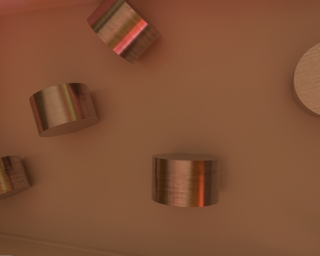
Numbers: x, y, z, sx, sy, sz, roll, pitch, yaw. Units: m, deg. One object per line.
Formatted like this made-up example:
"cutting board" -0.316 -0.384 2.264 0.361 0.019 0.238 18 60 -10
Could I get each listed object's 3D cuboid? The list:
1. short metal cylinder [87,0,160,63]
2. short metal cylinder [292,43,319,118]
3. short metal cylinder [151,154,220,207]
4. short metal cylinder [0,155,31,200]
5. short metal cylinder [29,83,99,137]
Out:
"short metal cylinder" -0.045 -0.129 0.396 0.050 0.080 0.080 -44 77 15
"short metal cylinder" 0.186 -0.050 0.332 0.080 0.050 0.079 0 90 19
"short metal cylinder" 0.030 0.059 0.370 0.080 0.080 0.050 2 91 19
"short metal cylinder" -0.244 0.079 0.465 0.080 0.080 0.050 -25 82 18
"short metal cylinder" -0.131 -0.023 0.426 0.080 0.080 0.050 -20 84 18
